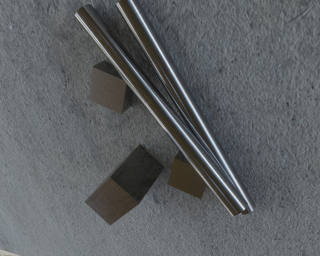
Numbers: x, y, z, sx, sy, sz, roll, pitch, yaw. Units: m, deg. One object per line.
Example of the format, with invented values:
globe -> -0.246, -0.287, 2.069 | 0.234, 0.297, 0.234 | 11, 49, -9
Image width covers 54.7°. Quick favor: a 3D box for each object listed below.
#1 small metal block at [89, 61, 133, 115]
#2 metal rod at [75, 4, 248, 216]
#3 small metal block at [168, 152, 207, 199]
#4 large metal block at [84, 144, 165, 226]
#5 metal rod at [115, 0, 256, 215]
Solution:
small metal block -> -0.062, -0.053, 0.405 | 0.050, 0.025, 0.050 | 24, 127, 12
metal rod -> 0.002, -0.021, 0.369 | 0.025, 0.025, 0.300 | -38, 91, 38
small metal block -> 0.042, 0.062, 0.422 | 0.050, 0.025, 0.050 | 22, 127, 14
large metal block -> -0.050, 0.081, 0.446 | 0.050, 0.080, 0.080 | 44, 129, -3
metal rod -> 0.038, -0.017, 0.374 | 0.025, 0.025, 0.299 | -22, 107, 36
